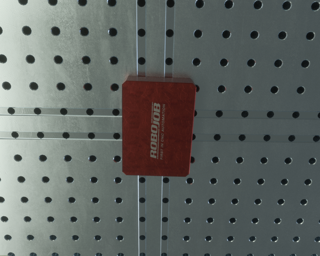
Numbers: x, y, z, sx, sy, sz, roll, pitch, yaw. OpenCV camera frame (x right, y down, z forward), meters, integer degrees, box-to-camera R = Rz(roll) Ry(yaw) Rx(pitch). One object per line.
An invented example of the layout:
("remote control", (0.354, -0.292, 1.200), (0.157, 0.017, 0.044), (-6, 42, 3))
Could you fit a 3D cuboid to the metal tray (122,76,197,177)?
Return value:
("metal tray", (-0.003, 0.000, 0.410), (0.091, 0.030, 0.129), (2, 110, -1))
